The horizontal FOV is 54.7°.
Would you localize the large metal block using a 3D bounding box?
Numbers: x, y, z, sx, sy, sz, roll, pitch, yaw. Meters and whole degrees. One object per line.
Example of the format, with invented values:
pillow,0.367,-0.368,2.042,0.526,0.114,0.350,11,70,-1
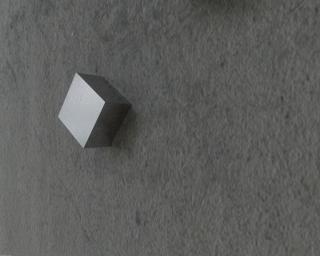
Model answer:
large metal block,-0.100,-0.026,0.469,0.080,0.050,0.080,44,116,31
